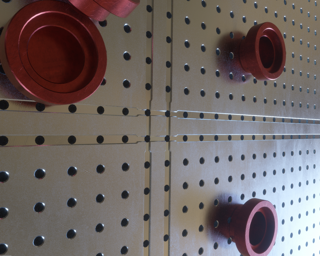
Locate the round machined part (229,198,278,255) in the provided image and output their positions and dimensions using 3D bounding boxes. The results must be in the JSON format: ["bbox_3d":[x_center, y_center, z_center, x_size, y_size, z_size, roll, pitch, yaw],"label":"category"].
[{"bbox_3d":[0.156,0.168,0.527,0.099,0.042,0.097,0,90,-40],"label":"round machined part"}]

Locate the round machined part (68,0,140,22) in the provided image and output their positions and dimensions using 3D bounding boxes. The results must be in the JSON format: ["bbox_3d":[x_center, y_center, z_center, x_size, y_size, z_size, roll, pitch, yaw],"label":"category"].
[{"bbox_3d":[-0.070,-0.149,0.317,0.098,0.042,0.098,40,25,-22],"label":"round machined part"}]

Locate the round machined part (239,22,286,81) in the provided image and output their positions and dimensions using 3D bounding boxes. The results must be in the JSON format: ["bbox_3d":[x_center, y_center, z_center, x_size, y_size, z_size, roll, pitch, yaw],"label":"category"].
[{"bbox_3d":[0.176,-0.131,0.544,0.099,0.042,0.097,0,90,-40],"label":"round machined part"}]

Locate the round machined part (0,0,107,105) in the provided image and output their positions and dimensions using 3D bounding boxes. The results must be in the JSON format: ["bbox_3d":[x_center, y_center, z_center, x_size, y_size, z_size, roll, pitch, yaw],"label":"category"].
[{"bbox_3d":[-0.106,-0.071,0.308,0.099,0.042,0.097,0,90,-40],"label":"round machined part"}]
